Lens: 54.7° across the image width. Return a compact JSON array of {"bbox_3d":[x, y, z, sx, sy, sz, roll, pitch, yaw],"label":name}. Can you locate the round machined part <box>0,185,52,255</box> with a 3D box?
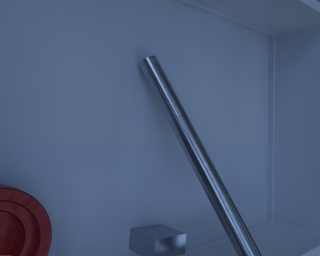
[{"bbox_3d":[-0.151,0.098,0.270,0.099,0.042,0.097,0,90,-40],"label":"round machined part"}]

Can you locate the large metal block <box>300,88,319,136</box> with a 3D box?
[{"bbox_3d":[0.373,-0.038,0.710,0.080,0.050,0.080,-47,118,-30],"label":"large metal block"}]

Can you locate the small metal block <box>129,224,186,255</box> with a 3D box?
[{"bbox_3d":[-0.003,0.143,0.390,0.050,0.050,0.025,6,86,-40],"label":"small metal block"}]

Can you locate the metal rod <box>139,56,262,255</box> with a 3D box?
[{"bbox_3d":[0.052,0.046,0.377,0.025,0.025,0.299,-21,80,-38],"label":"metal rod"}]
